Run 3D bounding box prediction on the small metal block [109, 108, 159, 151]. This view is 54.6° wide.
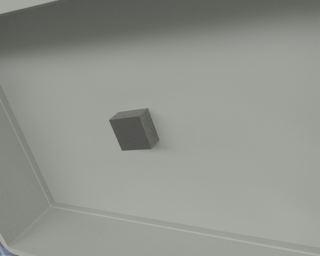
[{"bbox_3d":[-0.035,0.003,0.430,0.050,0.025,0.050,-6,116,31],"label":"small metal block"}]
